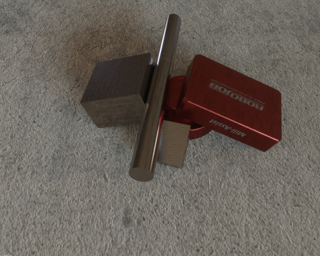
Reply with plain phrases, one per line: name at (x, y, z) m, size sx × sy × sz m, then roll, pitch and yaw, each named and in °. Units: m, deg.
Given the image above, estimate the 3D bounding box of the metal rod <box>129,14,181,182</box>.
metal rod at (0.002, -0.064, 0.404) m, size 0.025 × 0.025 × 0.300 m, roll 6°, pitch 48°, yaw 5°

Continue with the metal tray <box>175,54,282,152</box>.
metal tray at (0.093, -0.034, 0.401) m, size 0.131 × 0.030 × 0.090 m, roll 23°, pitch 52°, yaw -8°

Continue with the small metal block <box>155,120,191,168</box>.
small metal block at (0.008, 0.019, 0.376) m, size 0.050 × 0.025 × 0.050 m, roll 12°, pitch 76°, yaw 10°

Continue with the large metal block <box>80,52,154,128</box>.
large metal block at (-0.049, -0.050, 0.416) m, size 0.080 × 0.050 × 0.080 m, roll -6°, pitch 48°, yaw 18°

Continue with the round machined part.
round machined part at (0.033, -0.034, 0.422) m, size 0.099 × 0.042 × 0.098 m, roll 0°, pitch 50°, yaw 0°
